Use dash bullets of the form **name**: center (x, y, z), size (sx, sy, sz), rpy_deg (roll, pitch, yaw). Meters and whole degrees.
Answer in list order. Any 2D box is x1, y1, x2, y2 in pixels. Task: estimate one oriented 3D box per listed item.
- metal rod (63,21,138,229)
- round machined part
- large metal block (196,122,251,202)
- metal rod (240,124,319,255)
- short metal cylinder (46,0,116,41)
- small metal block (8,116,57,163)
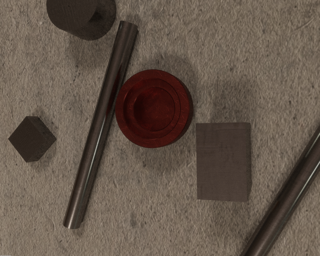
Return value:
- **metal rod**: center (-0.086, 0.000, 0.437), size (0.025, 0.025, 0.298), rpy_deg (19, 96, 18)
- **round machined part**: center (-0.005, -0.024, 0.401), size (0.098, 0.042, 0.097), rpy_deg (0, 90, 19)
- **large metal block**: center (0.075, 0.034, 0.353), size (0.050, 0.080, 0.079), rpy_deg (-1, 90, 20)
- **metal rod**: center (0.157, 0.064, 0.353), size (0.025, 0.025, 0.298), rpy_deg (30, 99, 17)
- **short metal cylinder**: center (-0.109, -0.169, 0.433), size (0.080, 0.050, 0.079), rpy_deg (0, 90, 19)
- **small metal block**: center (-0.196, 0.017, 0.476), size (0.050, 0.025, 0.050), rpy_deg (-46, 76, 14)
